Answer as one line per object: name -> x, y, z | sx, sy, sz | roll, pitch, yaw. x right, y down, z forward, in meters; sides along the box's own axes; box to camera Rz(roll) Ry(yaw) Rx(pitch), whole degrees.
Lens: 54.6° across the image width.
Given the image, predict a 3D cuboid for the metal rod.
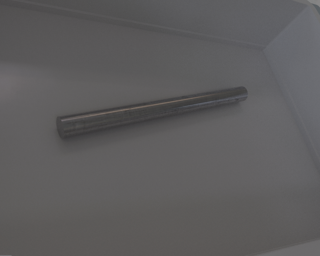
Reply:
metal rod -> 0.012, -0.029, 0.428 | 0.302, 0.025, 0.025 | -13, 68, -33
